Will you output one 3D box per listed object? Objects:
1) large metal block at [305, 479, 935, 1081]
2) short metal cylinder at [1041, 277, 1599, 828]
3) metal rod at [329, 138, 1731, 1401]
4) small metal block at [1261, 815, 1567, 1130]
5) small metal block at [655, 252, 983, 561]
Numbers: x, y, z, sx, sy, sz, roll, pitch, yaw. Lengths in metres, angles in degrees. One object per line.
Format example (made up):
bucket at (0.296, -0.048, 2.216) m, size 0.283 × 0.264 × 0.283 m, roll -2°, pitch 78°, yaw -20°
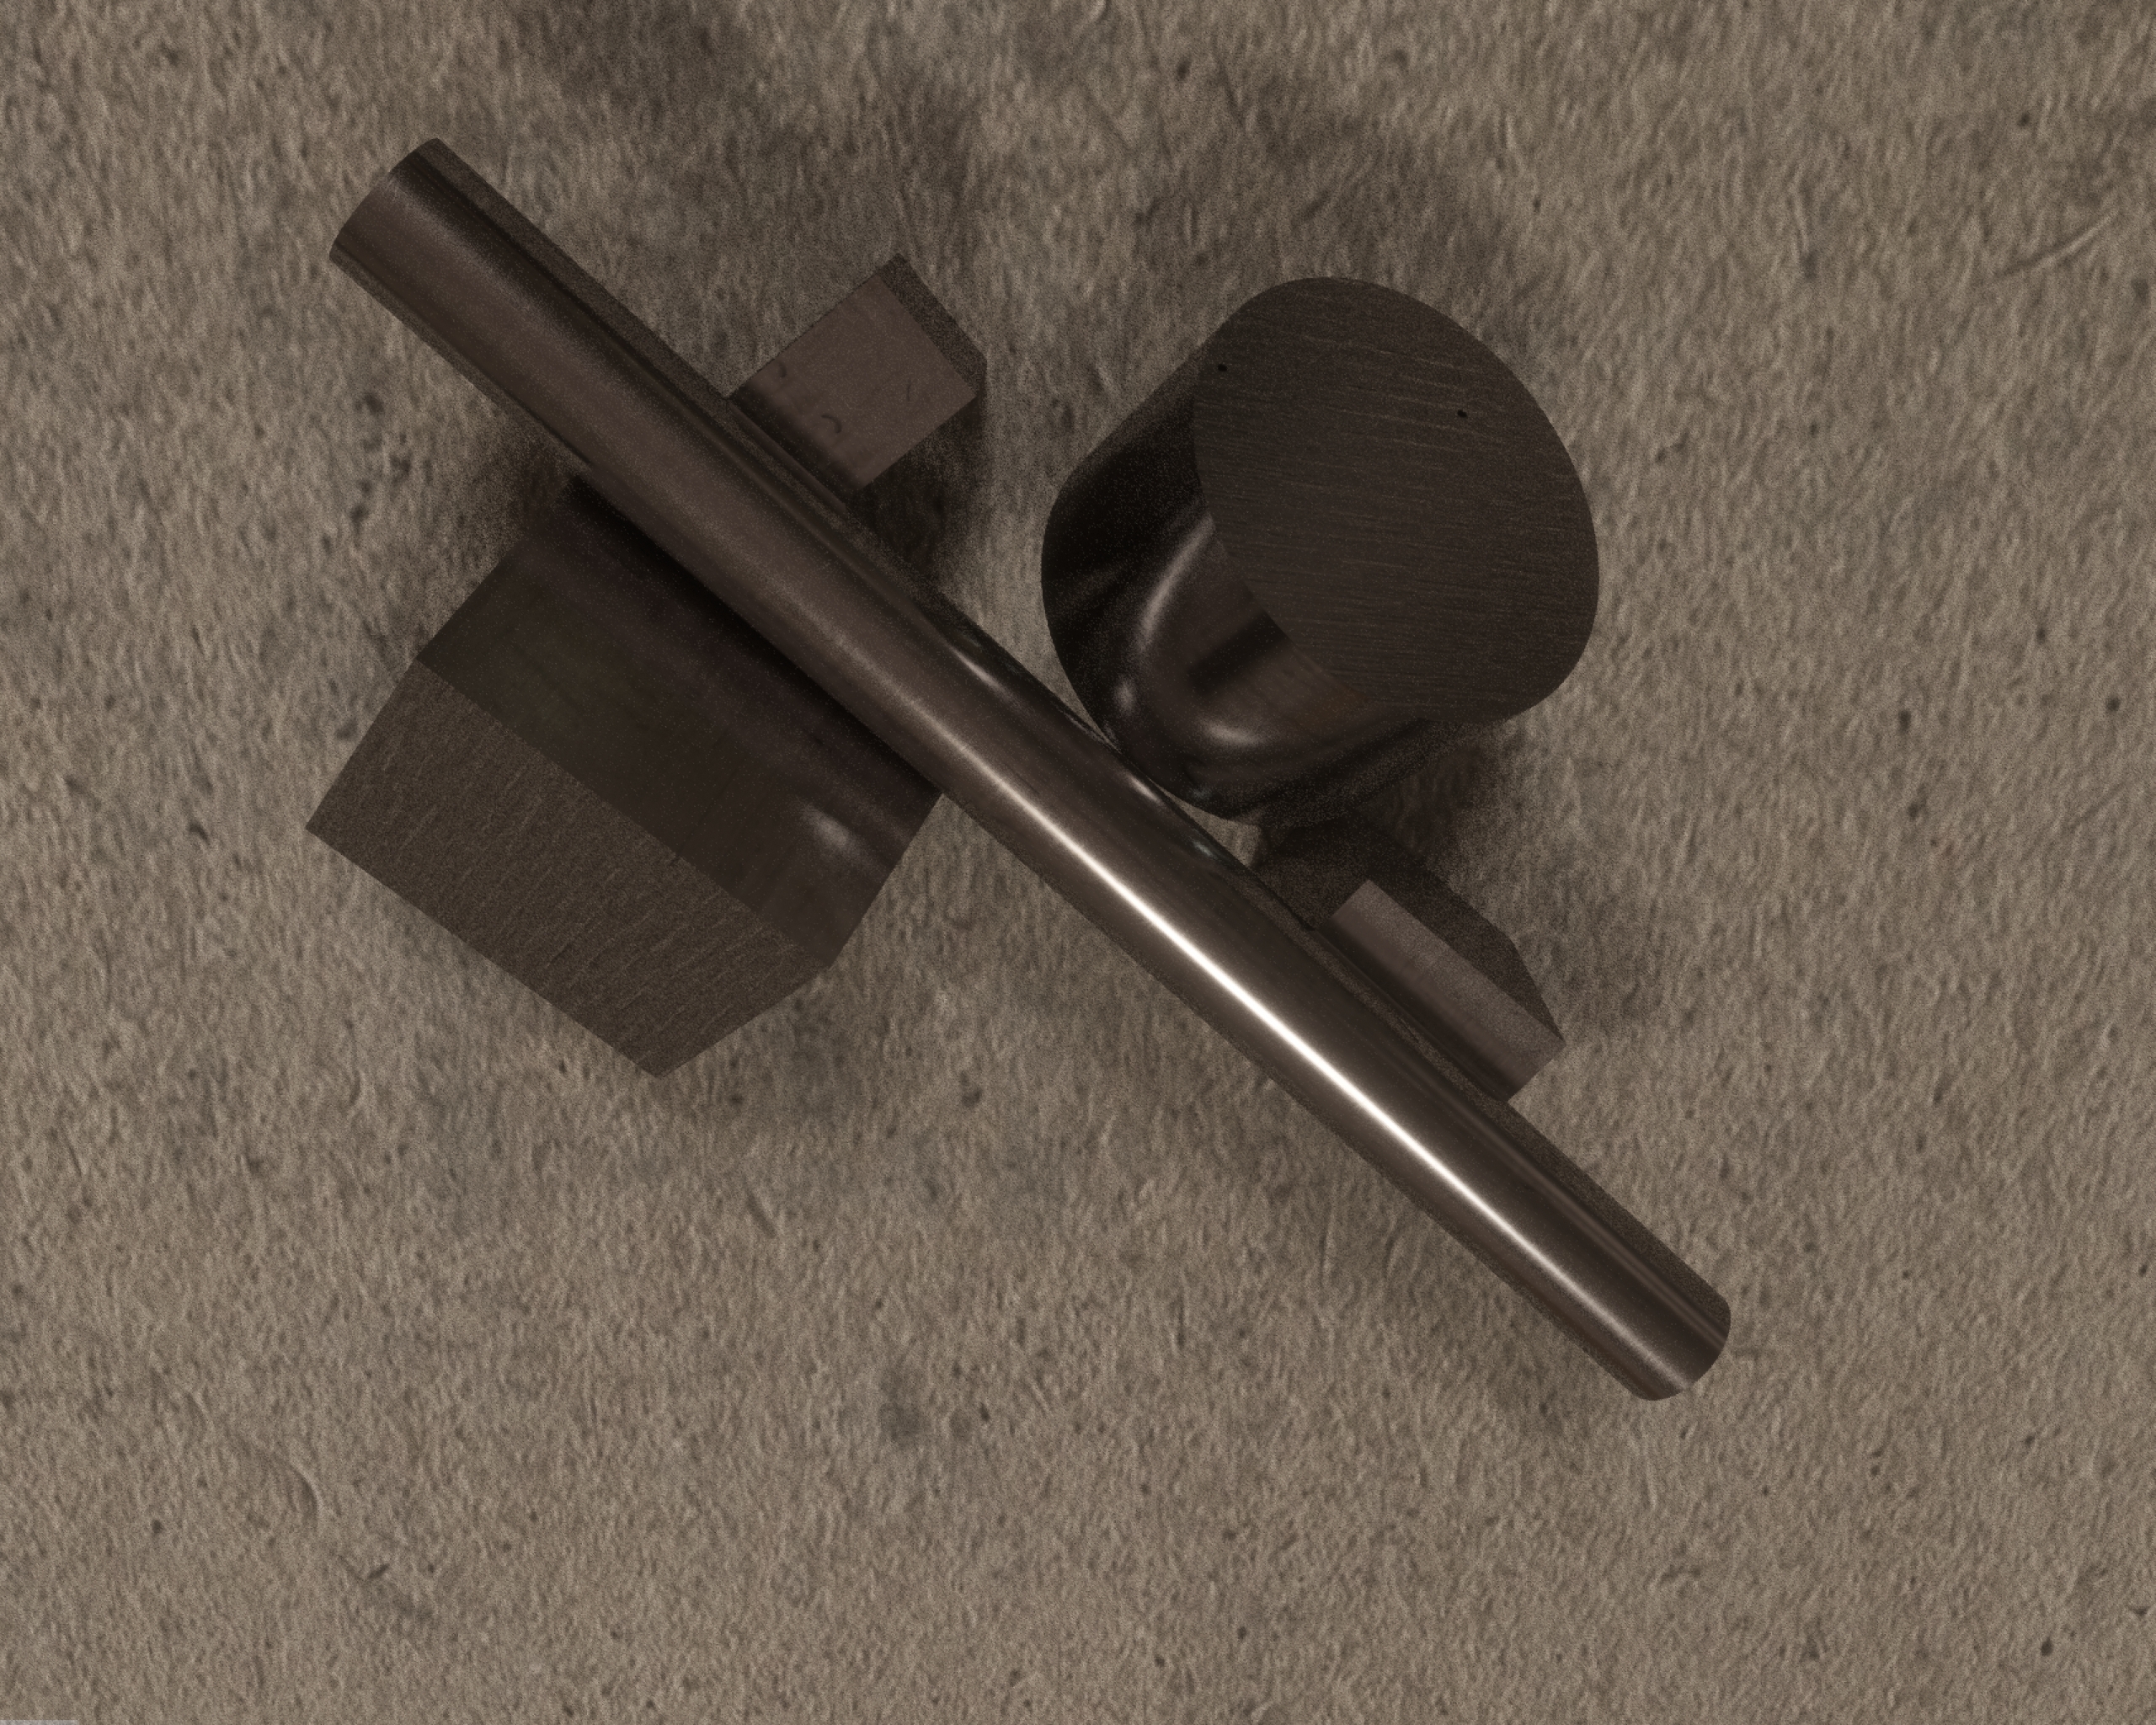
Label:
large metal block at (-0.080, -0.013, 0.373) m, size 0.080 × 0.050 × 0.080 m, roll 39°, pitch 146°, yaw -14°
short metal cylinder at (0.041, -0.052, 0.357) m, size 0.080 × 0.080 × 0.050 m, roll 37°, pitch 147°, yaw -13°
metal rod at (0.003, -0.005, 0.356) m, size 0.300 × 0.025 × 0.025 m, roll 41°, pitch 105°, yaw -14°
small metal block at (0.062, 0.018, 0.402) m, size 0.050 × 0.050 × 0.025 m, roll 39°, pitch 105°, yaw -14°
small metal block at (-0.044, -0.080, 0.368) m, size 0.050 × 0.050 × 0.025 m, roll -37°, pitch 106°, yaw 12°
